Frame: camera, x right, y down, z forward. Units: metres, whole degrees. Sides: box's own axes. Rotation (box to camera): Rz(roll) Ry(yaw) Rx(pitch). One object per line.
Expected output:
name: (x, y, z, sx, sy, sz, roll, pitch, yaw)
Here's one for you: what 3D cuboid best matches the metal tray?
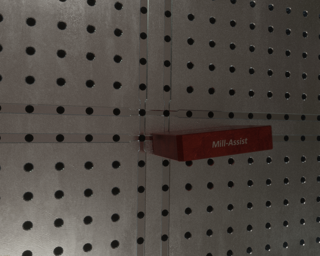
metal tray: (0.066, 0.017, 0.403, 0.131, 0.090, 0.030, -5, 92, -20)
